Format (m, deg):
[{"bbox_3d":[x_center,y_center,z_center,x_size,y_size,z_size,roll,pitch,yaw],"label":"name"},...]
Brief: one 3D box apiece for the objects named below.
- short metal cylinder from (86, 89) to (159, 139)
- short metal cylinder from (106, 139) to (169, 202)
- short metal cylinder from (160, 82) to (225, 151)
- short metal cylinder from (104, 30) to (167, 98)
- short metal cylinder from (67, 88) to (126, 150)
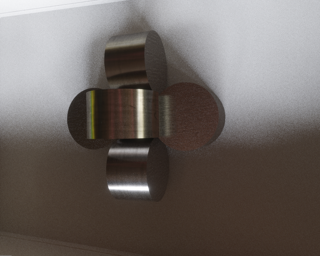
[{"bbox_3d":[-0.041,-0.014,0.347,0.080,0.080,0.050,-1,90,20],"label":"short metal cylinder"},{"bbox_3d":[-0.025,0.050,0.388,0.050,0.080,0.080,-2,90,19],"label":"short metal cylinder"},{"bbox_3d":[0.036,-0.013,0.382,0.080,0.050,0.080,0,90,20],"label":"short metal cylinder"},{"bbox_3d":[-0.027,-0.078,0.389,0.050,0.080,0.080,-2,90,19],"label":"short metal cylinder"},{"bbox_3d":[-0.077,-0.012,0.423,0.080,0.050,0.080,0,90,20],"label":"short metal cylinder"}]
